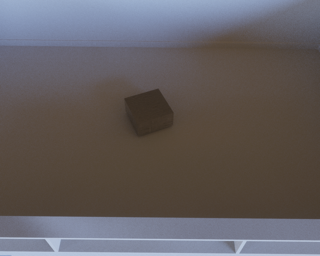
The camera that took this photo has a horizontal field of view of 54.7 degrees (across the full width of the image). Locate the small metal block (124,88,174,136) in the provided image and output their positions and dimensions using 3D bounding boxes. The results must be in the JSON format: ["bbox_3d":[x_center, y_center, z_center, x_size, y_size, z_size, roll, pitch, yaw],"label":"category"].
[{"bbox_3d":[-0.015,-0.022,0.419,0.050,0.025,0.050,-18,53,-15],"label":"small metal block"}]
